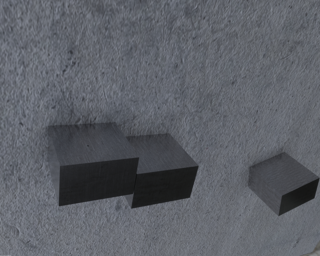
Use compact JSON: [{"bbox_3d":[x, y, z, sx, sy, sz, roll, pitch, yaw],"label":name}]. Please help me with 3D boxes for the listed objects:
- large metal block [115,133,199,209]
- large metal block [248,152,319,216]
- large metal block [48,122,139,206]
[{"bbox_3d":[-0.010,0.051,0.397,0.081,0.080,0.050,-4,120,-27],"label":"large metal block"},{"bbox_3d":[0.216,0.097,0.549,0.081,0.080,0.050,-19,126,-17],"label":"large metal block"},{"bbox_3d":[-0.079,0.036,0.350,0.081,0.080,0.050,-4,120,-27],"label":"large metal block"}]
